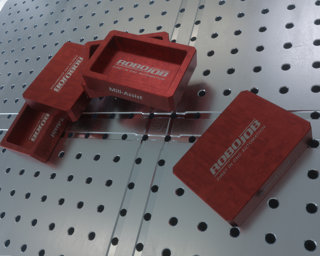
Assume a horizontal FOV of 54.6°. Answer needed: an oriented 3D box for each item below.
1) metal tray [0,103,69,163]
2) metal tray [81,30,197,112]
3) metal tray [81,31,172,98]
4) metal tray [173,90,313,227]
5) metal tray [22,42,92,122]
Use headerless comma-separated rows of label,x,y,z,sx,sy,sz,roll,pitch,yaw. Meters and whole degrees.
metal tray,-0.198,-0.014,0.518,0.090,0.030,0.130,10,67,32
metal tray,-0.026,-0.080,0.415,0.130,0.030,0.090,17,61,17
metal tray,-0.047,-0.096,0.464,0.131,0.030,0.090,-7,57,3
metal tray,0.089,0.029,0.341,0.130,0.030,0.090,-48,51,-5
metal tray,-0.145,-0.079,0.502,0.090,0.030,0.130,17,60,17
